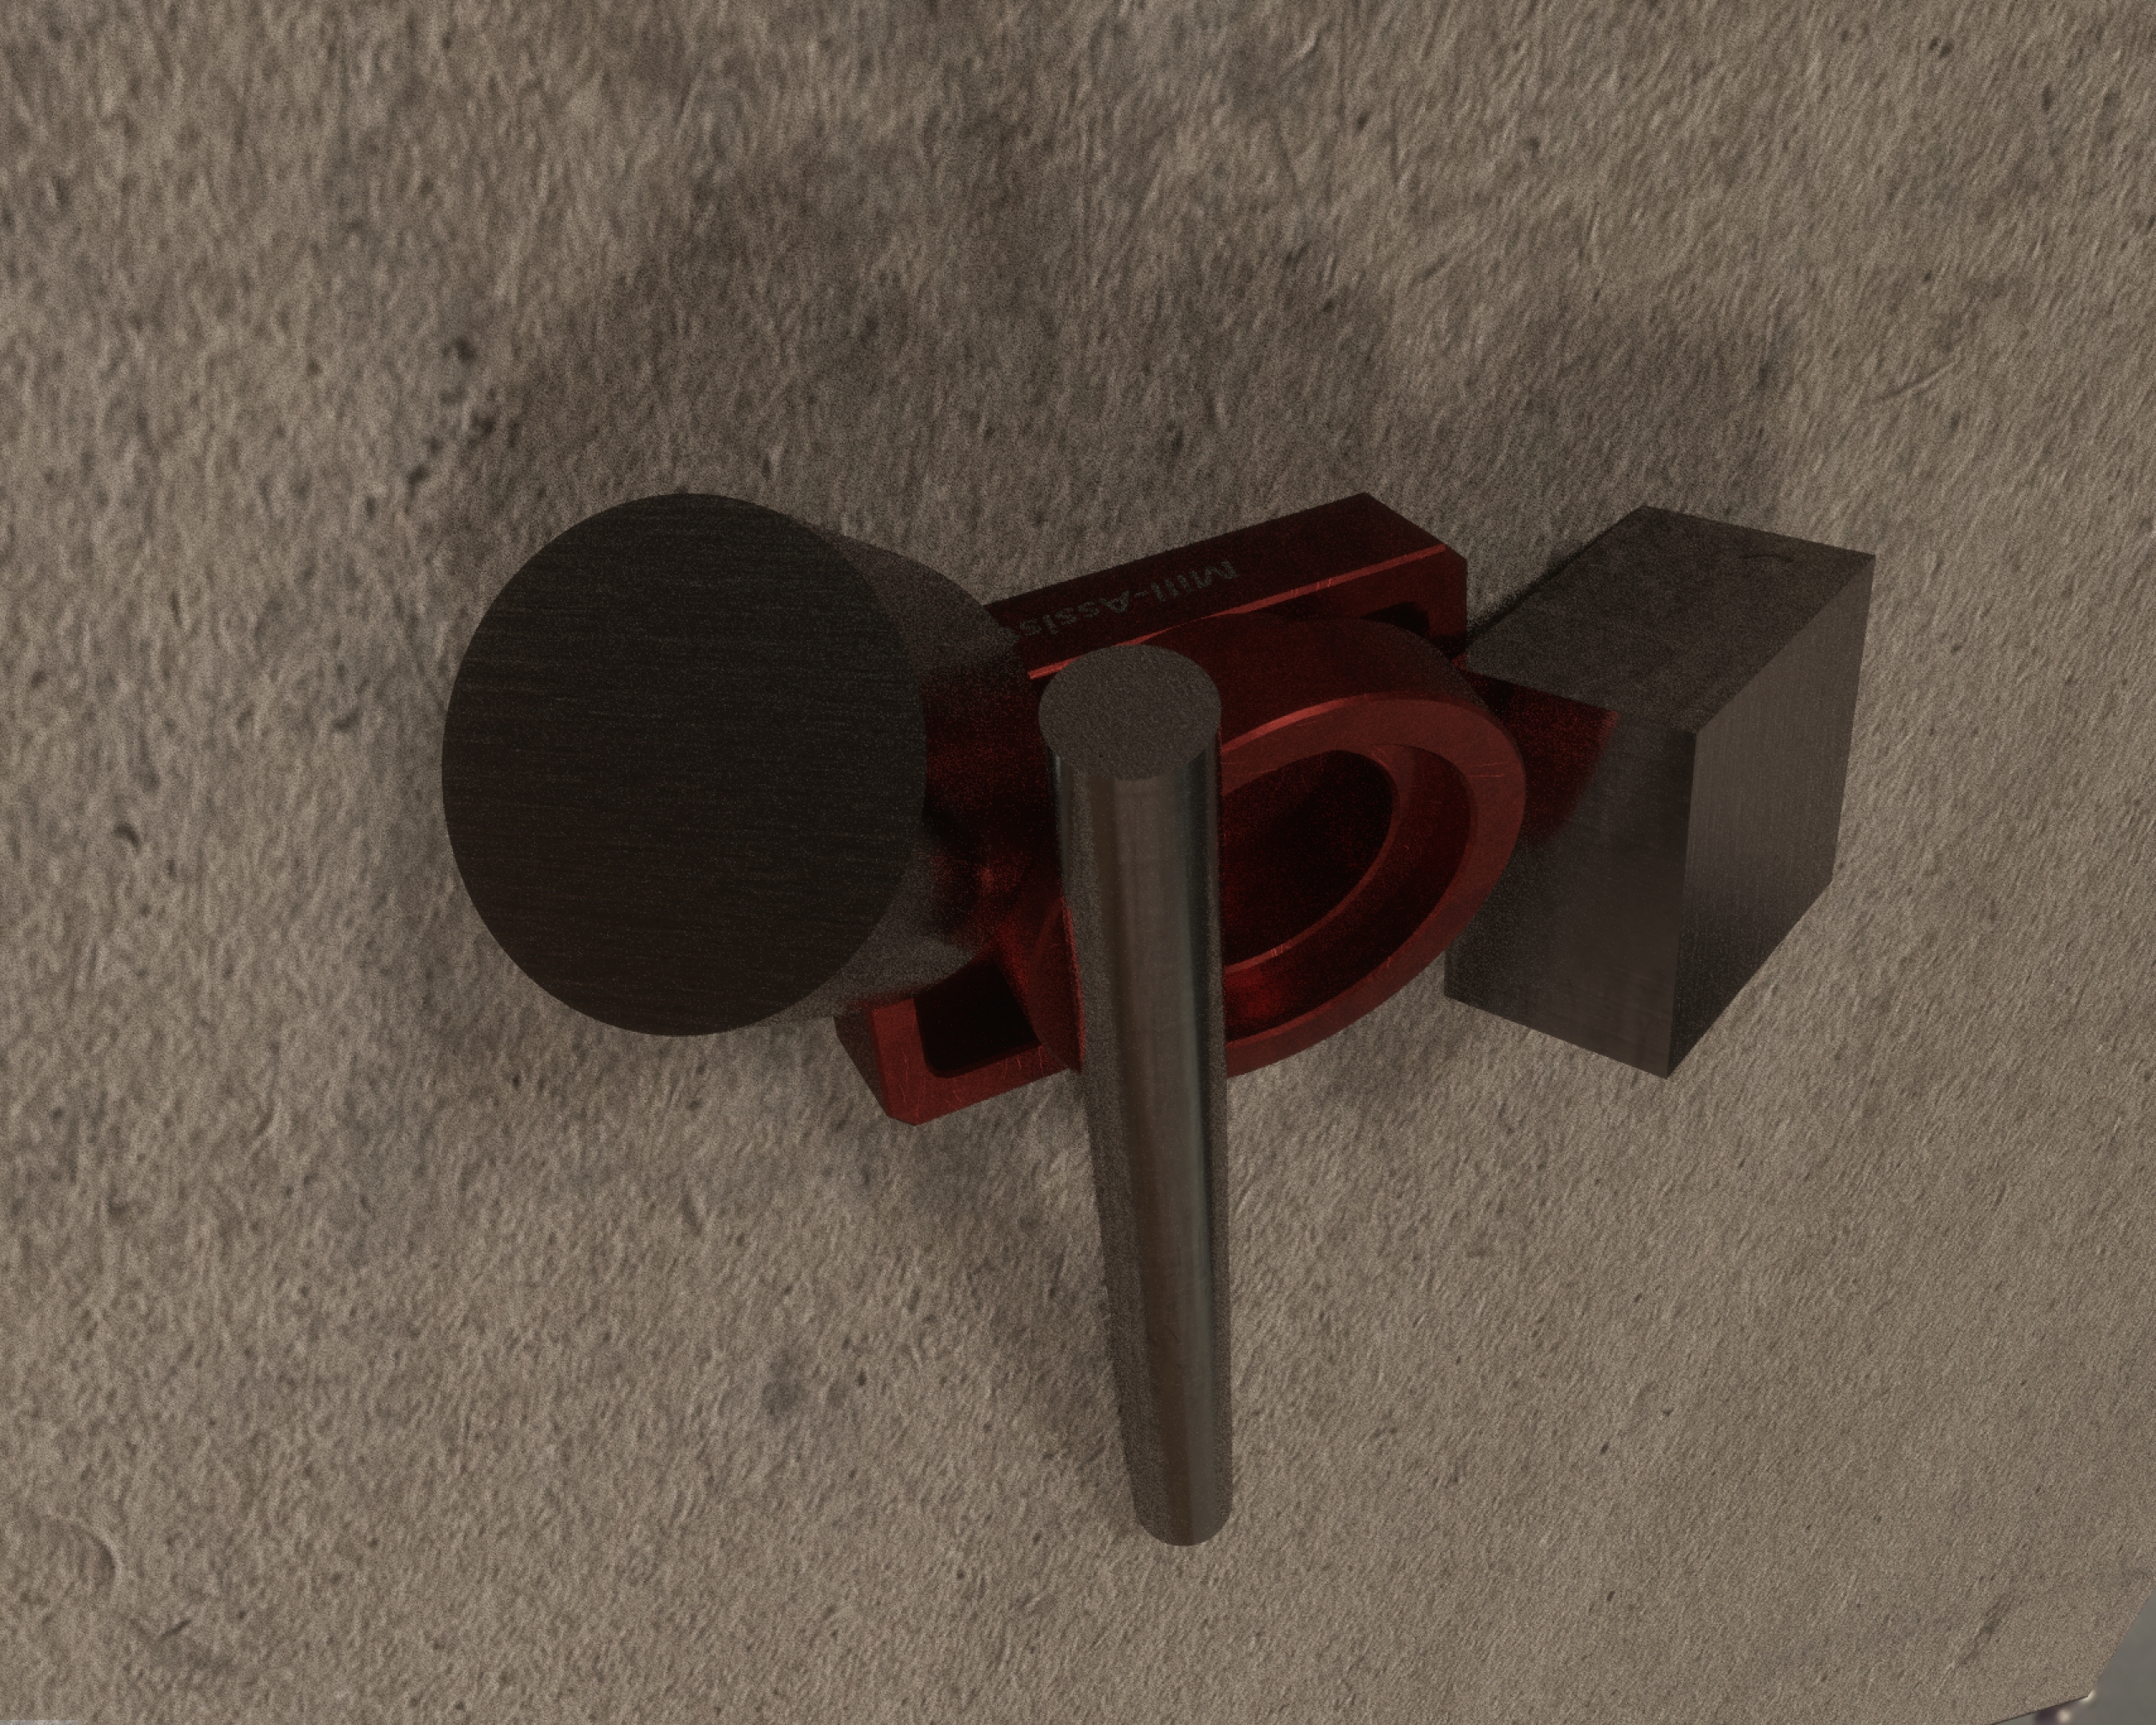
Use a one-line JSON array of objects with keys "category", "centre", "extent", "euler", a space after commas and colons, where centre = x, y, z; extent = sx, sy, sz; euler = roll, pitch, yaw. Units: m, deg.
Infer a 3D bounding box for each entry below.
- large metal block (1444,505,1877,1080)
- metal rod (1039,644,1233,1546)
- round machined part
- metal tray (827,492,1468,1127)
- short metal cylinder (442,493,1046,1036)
[{"category": "large metal block", "centre": [0.118, -0.017, 0.427], "extent": [0.080, 0.050, 0.079], "euler": [-38, 135, -38]}, {"category": "metal rod", "centre": [0.017, 0.069, 0.405], "extent": [0.025, 0.025, 0.299], "euler": [-25, 145, -14]}, {"category": "round machined part", "centre": [0.028, -0.006, 0.379], "extent": [0.099, 0.042, 0.097], "euler": [-19, 142, -16]}, {"category": "metal tray", "centre": [0.013, -0.011, 0.407], "extent": [0.131, 0.030, 0.089], "euler": [-19, 126, -18]}, {"category": "short metal cylinder", "centre": [-0.051, -0.014, 0.329], "extent": [0.080, 0.080, 0.050], "euler": [-55, 164, 11]}]
